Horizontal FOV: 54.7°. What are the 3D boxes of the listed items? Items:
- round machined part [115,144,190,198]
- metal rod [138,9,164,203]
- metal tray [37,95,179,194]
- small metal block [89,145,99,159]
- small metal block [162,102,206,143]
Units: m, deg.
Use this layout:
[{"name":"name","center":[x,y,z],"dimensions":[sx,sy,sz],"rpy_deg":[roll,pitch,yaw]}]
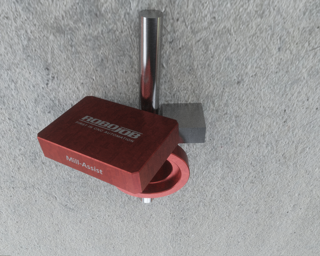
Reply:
[{"name":"round machined part","center":[-0.013,0.046,0.400],"dimensions":[0.099,0.042,0.097],"rpy_deg":[-2,134,-2]},{"name":"metal rod","center":[-0.015,-0.002,0.407],"dimensions":[0.025,0.025,0.298],"rpy_deg":[2,130,-2]},{"name":"metal tray","center":[-0.056,0.012,0.345],"dimensions":[0.130,0.090,0.030],"rpy_deg":[17,133,24]},{"name":"small metal block","center":[-0.073,0.016,0.405],"dimensions":[0.050,0.050,0.025],"rpy_deg":[-15,129,12]},{"name":"small metal block","center":[0.029,-0.007,0.387],"dimensions":[0.050,0.050,0.025],"rpy_deg":[-1,130,0]}]
